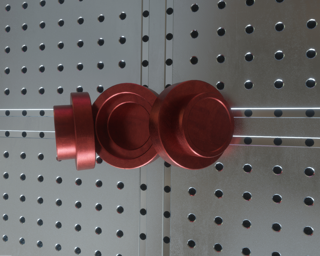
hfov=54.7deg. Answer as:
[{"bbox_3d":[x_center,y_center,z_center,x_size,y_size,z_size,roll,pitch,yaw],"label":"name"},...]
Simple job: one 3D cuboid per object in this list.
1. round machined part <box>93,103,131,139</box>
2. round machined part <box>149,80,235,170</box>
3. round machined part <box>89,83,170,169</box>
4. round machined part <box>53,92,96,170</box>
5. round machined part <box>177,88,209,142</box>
[{"bbox_3d":[-0.059,-0.003,0.423,0.098,0.042,0.097,0,90,19],"label":"round machined part"},{"bbox_3d":[0.041,-0.003,0.334,0.042,0.099,0.097,0,90,60],"label":"round machined part"},{"bbox_3d":[-0.032,-0.002,0.368,0.098,0.042,0.097,0,90,19],"label":"round machined part"},{"bbox_3d":[-0.108,0.004,0.386,0.042,0.098,0.097,-5,88,-18],"label":"round machined part"},{"bbox_3d":[0.034,-0.003,0.391,0.098,0.042,0.097,0,90,19],"label":"round machined part"}]
